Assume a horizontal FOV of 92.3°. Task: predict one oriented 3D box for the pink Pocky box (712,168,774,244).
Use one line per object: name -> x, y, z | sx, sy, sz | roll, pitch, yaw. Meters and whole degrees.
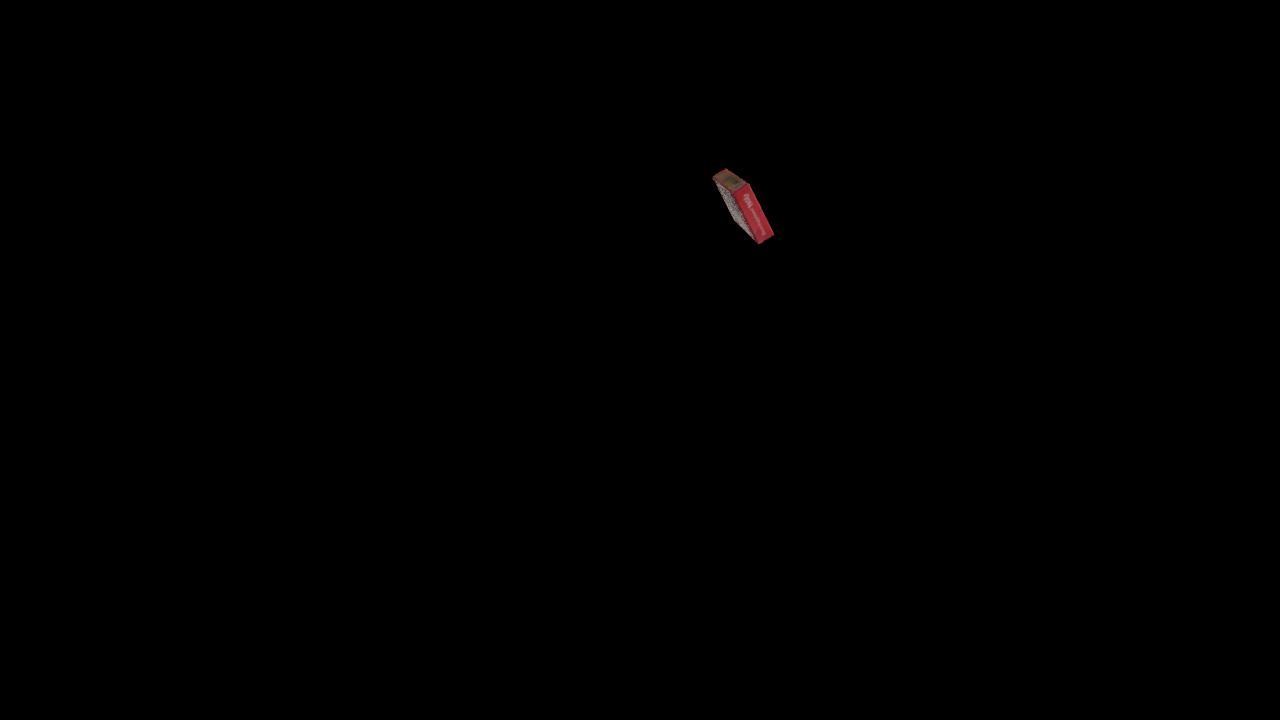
pink Pocky box -> 0.149, -0.229, 0.904 | 0.029, 0.084, 0.155 | -30, 23, 9
